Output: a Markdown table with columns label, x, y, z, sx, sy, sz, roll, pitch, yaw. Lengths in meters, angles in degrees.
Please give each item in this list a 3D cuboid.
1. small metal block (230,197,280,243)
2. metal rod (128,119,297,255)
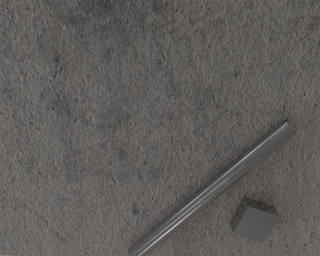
| label | x | y | z | sx | sy | sz | roll | pitch | yaw |
| --- | --- | --- | --- | --- | --- | --- | --- | --- | --- |
| small metal block | 0.140 | 0.137 | 0.462 | 0.050 | 0.025 | 0.050 | 20 | 109 | -7 |
| metal rod | 0.066 | 0.097 | 0.446 | 0.299 | 0.025 | 0.025 | -43 | 105 | 14 |
